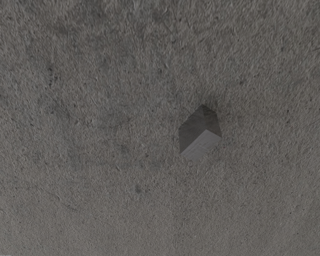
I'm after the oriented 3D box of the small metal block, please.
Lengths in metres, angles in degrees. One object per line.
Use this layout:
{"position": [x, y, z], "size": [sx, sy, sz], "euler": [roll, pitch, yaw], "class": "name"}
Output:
{"position": [0.050, 0.006, 0.396], "size": [0.025, 0.050, 0.050], "euler": [28, 125, -22], "class": "small metal block"}
